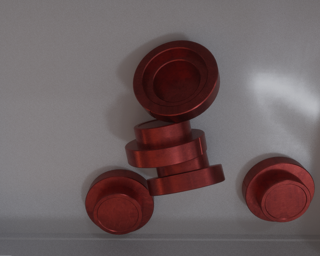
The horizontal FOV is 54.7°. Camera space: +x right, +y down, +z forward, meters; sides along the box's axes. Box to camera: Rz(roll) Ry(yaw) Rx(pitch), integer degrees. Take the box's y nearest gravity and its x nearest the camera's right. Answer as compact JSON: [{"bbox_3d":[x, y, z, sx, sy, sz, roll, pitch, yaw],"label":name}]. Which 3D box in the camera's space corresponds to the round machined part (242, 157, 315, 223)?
[{"bbox_3d":[0.171,0.093,0.439,0.099,0.042,0.097,0,110,-1],"label":"round machined part"}]

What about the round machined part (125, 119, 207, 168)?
[{"bbox_3d":[0.005,0.012,0.378,0.099,0.098,0.042,-10,100,3],"label":"round machined part"}]

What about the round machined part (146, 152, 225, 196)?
[{"bbox_3d":[0.031,0.056,0.400,0.099,0.098,0.042,-13,82,4],"label":"round machined part"}]

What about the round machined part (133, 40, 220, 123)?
[{"bbox_3d":[0.021,-0.051,0.366,0.098,0.098,0.042,-22,153,7],"label":"round machined part"}]

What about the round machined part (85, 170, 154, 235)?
[{"bbox_3d":[-0.058,0.112,0.443,0.099,0.042,0.097,0,110,-1],"label":"round machined part"}]
